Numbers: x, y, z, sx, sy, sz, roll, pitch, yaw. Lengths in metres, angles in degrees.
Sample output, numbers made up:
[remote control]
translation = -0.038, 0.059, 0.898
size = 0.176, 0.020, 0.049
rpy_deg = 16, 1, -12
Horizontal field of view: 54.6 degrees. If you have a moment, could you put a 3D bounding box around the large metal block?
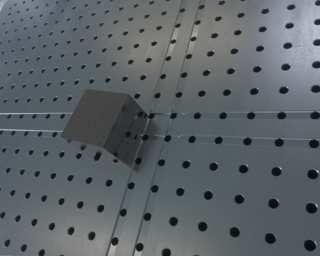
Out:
[large metal block]
translation = -0.079, -0.005, 0.438
size = 0.080, 0.050, 0.080
rpy_deg = 10, 67, 32
